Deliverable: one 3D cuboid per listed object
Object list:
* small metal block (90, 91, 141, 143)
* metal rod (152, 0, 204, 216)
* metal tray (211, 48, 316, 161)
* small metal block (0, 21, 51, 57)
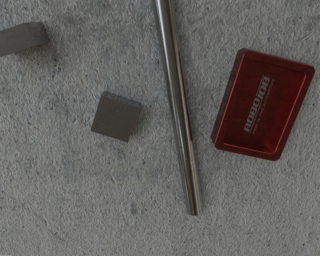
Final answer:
[{"bbox_3d":[-0.057,-0.015,0.404,0.050,0.025,0.050,18,109,-7],"label":"small metal block"},{"bbox_3d":[0.027,-0.017,0.404,0.025,0.025,0.298,-9,110,3],"label":"metal rod"},{"bbox_3d":[0.128,-0.028,0.398,0.091,0.030,0.129,12,110,-5],"label":"metal tray"},{"bbox_3d":[-0.162,-0.102,0.357,0.050,0.050,0.025,-16,110,5],"label":"small metal block"}]
